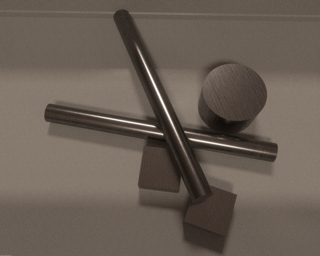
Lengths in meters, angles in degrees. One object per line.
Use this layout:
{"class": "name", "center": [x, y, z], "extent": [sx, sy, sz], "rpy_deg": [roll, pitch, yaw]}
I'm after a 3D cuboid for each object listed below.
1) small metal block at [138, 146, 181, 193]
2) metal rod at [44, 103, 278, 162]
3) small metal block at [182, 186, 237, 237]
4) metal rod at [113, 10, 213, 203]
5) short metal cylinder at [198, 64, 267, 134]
{"class": "small metal block", "center": [0.002, 0.052, 0.391], "extent": [0.050, 0.025, 0.050], "rpy_deg": [7, 70, 2]}
{"class": "metal rod", "center": [-0.001, 0.006, 0.407], "extent": [0.302, 0.025, 0.025], "rpy_deg": [10, 70, 3]}
{"class": "small metal block", "center": [0.060, 0.098, 0.375], "extent": [0.050, 0.025, 0.050], "rpy_deg": [19, 71, 6]}
{"class": "metal rod", "center": [-0.006, -0.047, 0.406], "extent": [0.025, 0.025, 0.299], "rpy_deg": [-20, 64, -7]}
{"class": "short metal cylinder", "center": [0.094, -0.038, 0.411], "extent": [0.081, 0.050, 0.080], "rpy_deg": [0, 70, 0]}
